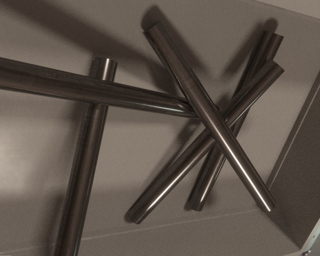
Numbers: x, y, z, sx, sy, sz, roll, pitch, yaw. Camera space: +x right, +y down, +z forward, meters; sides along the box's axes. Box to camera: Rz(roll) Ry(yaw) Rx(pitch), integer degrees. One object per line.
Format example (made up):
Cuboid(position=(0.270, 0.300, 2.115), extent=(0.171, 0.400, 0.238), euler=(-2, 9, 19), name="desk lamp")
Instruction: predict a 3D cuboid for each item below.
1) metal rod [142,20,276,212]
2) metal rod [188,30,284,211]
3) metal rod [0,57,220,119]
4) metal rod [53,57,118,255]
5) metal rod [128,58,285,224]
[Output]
Cuboid(position=(0.074, 0.000, 0.394), extent=(0.025, 0.025, 0.300), euler=(-38, 112, -3), name="metal rod")
Cuboid(position=(0.108, 0.003, 0.471), extent=(0.025, 0.025, 0.298), euler=(6, 116, -32), name="metal rod")
Cuboid(position=(-0.031, -0.033, 0.332), extent=(0.302, 0.025, 0.025), euler=(6, 116, -45), name="metal rod")
Cuboid(position=(-0.088, 0.073, 0.331), extent=(0.025, 0.025, 0.298), euler=(13, 88, -34), name="metal rod")
Cuboid(position=(0.055, 0.029, 0.434), extent=(0.025, 0.025, 0.299), euler=(28, 110, -38), name="metal rod")
